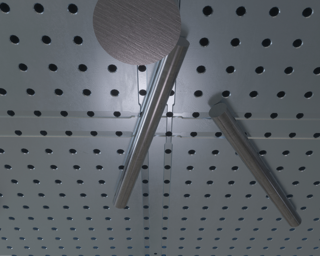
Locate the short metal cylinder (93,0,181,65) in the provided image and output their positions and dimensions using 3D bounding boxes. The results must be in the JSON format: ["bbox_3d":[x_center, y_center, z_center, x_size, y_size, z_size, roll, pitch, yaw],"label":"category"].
[{"bbox_3d":[-0.021,-0.109,0.302,0.081,0.050,0.079,0,130,0],"label":"short metal cylinder"}]

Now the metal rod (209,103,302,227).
[{"bbox_3d":[0.157,0.072,0.473,0.025,0.025,0.300,-27,125,21],"label":"metal rod"}]

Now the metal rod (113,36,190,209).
[{"bbox_3d":[-0.023,0.015,0.423,0.025,0.025,0.298,13,129,-11],"label":"metal rod"}]
